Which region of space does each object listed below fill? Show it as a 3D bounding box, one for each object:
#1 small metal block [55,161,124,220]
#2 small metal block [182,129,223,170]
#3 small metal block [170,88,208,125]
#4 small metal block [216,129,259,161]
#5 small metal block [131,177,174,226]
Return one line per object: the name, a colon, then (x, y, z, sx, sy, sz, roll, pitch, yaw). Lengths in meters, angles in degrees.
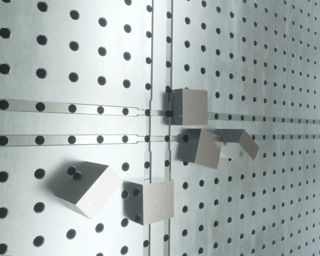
small metal block: (-0.075, 0.064, 0.329, 0.050, 0.050, 0.025, -51, 120, -28)
small metal block: (0.064, 0.032, 0.462, 0.050, 0.025, 0.050, 20, 77, -38)
small metal block: (0.042, -0.029, 0.443, 0.050, 0.025, 0.050, -1, 91, -40)
small metal block: (0.120, 0.026, 0.492, 0.050, 0.050, 0.025, 43, 64, -32)
small metal block: (-0.009, 0.093, 0.401, 0.050, 0.025, 0.050, -2, 91, -40)
